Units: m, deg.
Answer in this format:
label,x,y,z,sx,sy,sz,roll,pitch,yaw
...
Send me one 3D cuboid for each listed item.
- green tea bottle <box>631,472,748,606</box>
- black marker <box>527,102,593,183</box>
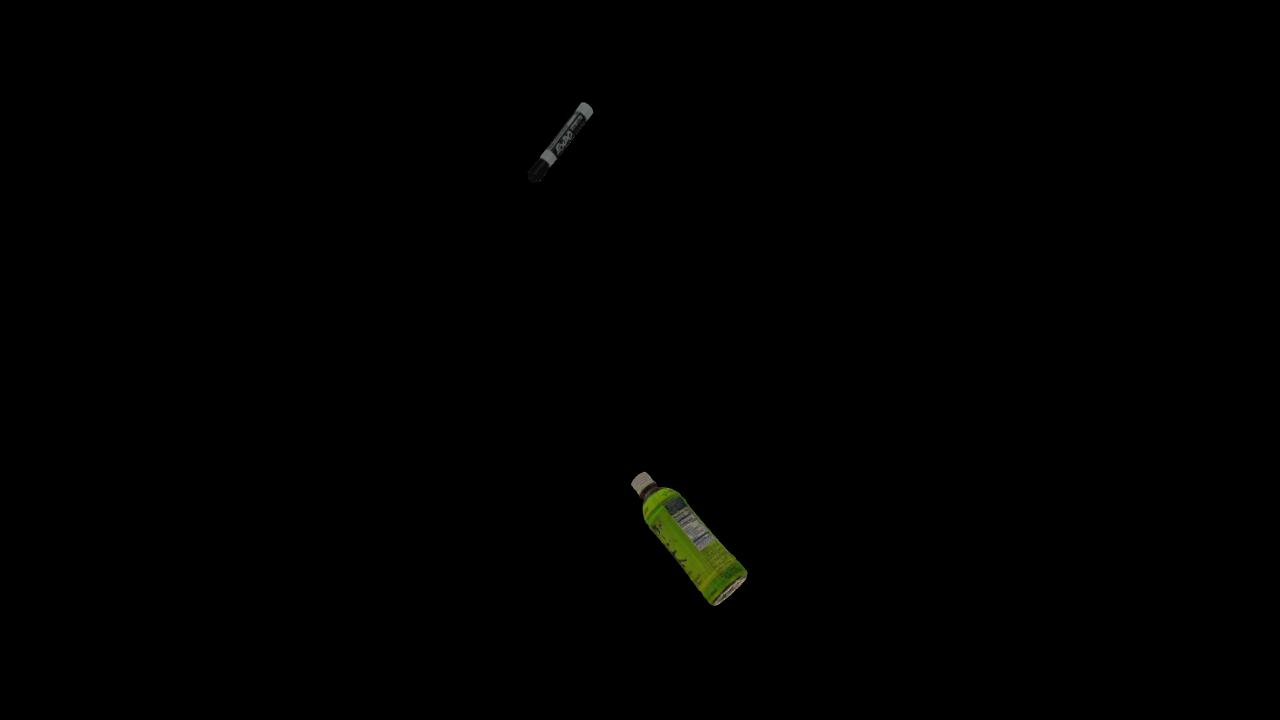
label,x,y,z,sx,sy,sz,roll,pitch,yaw
green tea bottle,0.063,0.249,0.892,0.073,0.073,0.212,0,42,-51
black marker,-0.098,-0.263,0.749,0.020,0.121,0.020,32,-13,8
